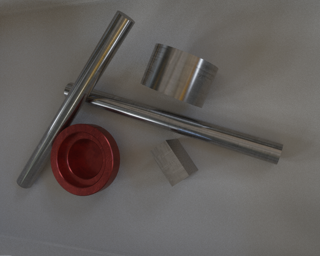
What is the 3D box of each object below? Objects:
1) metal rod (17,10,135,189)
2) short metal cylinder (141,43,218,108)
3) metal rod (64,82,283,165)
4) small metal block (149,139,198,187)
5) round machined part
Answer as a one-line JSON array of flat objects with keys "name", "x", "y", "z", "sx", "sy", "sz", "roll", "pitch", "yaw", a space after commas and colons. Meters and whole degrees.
[{"name": "metal rod", "x": -0.126, "y": -0.025, "z": 0.429, "sx": 0.025, "sy": 0.025, "sz": 0.299, "roll": 43, "pitch": 112, "yaw": 14}, {"name": "short metal cylinder", "x": 0.023, "y": -0.062, "z": 0.373, "sx": 0.080, "sy": 0.080, "sz": 0.050, "roll": 24, "pitch": 98, "yaw": 18}, {"name": "metal rod", "x": 0.004, "y": -0.012, "z": 0.408, "sx": 0.301, "sy": 0.025, "sz": 0.025, "roll": 17, "pitch": 96, "yaw": 18}, {"name": "small metal block", "x": 0.019, "y": 0.042, "z": 0.390, "sx": 0.025, "sy": 0.050, "sz": 0.050, "roll": -37, "pitch": 79, "yaw": 16}, {"name": "round machined part", "x": -0.100, "y": 0.043, "z": 0.435, "sx": 0.098, "sy": 0.042, "sz": 0.097, "roll": 0, "pitch": 90, "yaw": 19}]
